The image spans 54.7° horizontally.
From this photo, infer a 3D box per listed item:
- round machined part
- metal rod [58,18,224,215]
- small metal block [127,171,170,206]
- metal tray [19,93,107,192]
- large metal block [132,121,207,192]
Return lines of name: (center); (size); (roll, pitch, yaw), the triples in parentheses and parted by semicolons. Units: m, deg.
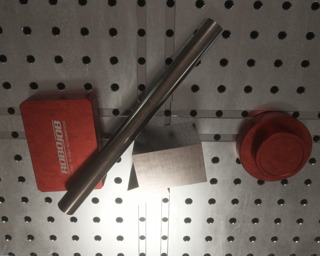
round machined part: (0.157, 0.030, 0.418); (0.099, 0.042, 0.097); (0, 110, -1)
metal rod: (-0.029, -0.009, 0.388); (0.025, 0.025, 0.299); (38, 97, -13)
small metal block: (-0.015, 0.076, 0.428); (0.050, 0.050, 0.025); (-20, 109, 7)
metal tray: (-0.126, 0.021, 0.417); (0.091, 0.030, 0.129); (-3, 110, 0)
large metal block: (0.012, 0.033, 0.397); (0.080, 0.080, 0.050); (-10, 110, 3)
